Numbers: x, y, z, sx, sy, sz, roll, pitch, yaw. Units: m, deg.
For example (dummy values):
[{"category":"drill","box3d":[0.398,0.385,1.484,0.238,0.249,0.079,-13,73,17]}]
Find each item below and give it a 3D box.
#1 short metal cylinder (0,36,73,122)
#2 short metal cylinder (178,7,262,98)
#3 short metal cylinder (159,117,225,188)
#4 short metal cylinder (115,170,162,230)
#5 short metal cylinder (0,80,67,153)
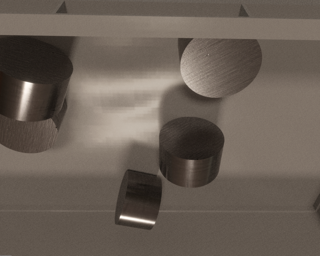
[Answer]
[{"category":"short metal cylinder","box3d":[-0.138,-0.052,0.326,0.081,0.080,0.050,18,128,-16]},{"category":"short metal cylinder","box3d":[0.060,-0.079,0.326,0.081,0.050,0.079,0,130,0]},{"category":"short metal cylinder","box3d":[0.039,0.030,0.399,0.081,0.080,0.050,0,130,-1]},{"category":"short metal cylinder","box3d":[-0.033,0.108,0.465,0.050,0.080,0.079,14,129,-12]},{"category":"short metal cylinder","box3d":[-0.160,-0.015,0.378,0.081,0.050,0.079,0,130,0]}]
